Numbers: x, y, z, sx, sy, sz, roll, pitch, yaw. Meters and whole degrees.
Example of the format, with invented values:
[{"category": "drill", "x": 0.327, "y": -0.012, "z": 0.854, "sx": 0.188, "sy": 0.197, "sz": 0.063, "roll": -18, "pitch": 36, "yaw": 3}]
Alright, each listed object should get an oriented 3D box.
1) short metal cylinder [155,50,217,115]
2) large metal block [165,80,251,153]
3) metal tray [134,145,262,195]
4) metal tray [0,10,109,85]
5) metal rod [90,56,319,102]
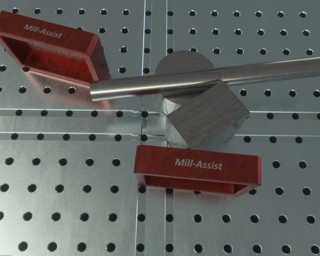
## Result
[{"category": "short metal cylinder", "x": 0.033, "y": -0.057, "z": 0.419, "sx": 0.081, "sy": 0.050, "sz": 0.080, "roll": 0, "pitch": 70, "yaw": 0}, {"category": "large metal block", "x": 0.054, "y": -0.002, "z": 0.383, "sx": 0.080, "sy": 0.080, "sz": 0.050, "roll": -33, "pitch": 73, "yaw": -11}, {"category": "metal tray", "x": 0.039, "y": 0.052, "z": 0.358, "sx": 0.131, "sy": 0.090, "sz": 0.030, "roll": 5, "pitch": 71, "yaw": 2}, {"category": "metal tray", "x": -0.140, "y": -0.101, "z": 0.412, "sx": 0.131, "sy": 0.090, "sz": 0.030, "roll": 15, "pitch": 71, "yaw": 5}, {"category": "metal rod", "x": 0.068, "y": -0.062, "z": 0.381, "sx": 0.302, "sy": 0.025, "sz": 0.025, "roll": -7, "pitch": 70, "yaw": -3}]
